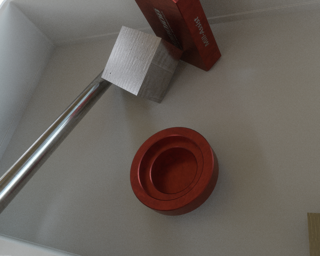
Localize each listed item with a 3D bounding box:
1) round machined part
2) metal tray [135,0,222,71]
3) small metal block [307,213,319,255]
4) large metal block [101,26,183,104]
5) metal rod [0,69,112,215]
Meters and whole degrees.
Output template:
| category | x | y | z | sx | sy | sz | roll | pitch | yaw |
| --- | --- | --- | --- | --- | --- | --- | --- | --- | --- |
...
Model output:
| category | x | y | z | sx | sy | sz | roll | pitch | yaw |
| --- | --- | --- | --- | --- | --- | --- | --- | --- | --- |
| round machined part | 0.019 | 0.051 | 0.353 | 0.098 | 0.042 | 0.098 | -13 | 56 | 20 |
| metal tray | 0.023 | -0.138 | 0.410 | 0.090 | 0.130 | 0.030 | 35 | 81 | 38 |
| small metal block | 0.155 | 0.101 | 0.263 | 0.050 | 0.025 | 0.050 | -4 | 60 | 25 |
| large metal block | -0.027 | -0.090 | 0.441 | 0.080 | 0.050 | 0.080 | 30 | 99 | 37 |
| metal rod | -0.124 | -0.004 | 0.400 | 0.025 | 0.025 | 0.301 | -1 | 39 | 28 |
